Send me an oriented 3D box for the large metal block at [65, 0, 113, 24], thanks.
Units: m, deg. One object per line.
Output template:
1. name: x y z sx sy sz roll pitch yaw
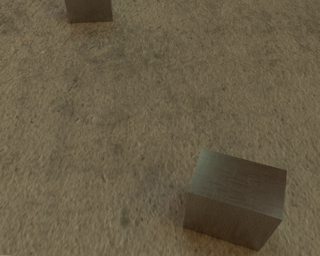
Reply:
1. large metal block: -0.132 -0.244 0.571 0.081 0.080 0.050 -5 50 -4

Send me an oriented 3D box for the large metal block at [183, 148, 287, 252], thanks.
1. large metal block: 0.070 0.073 0.307 0.080 0.080 0.050 14 52 11
